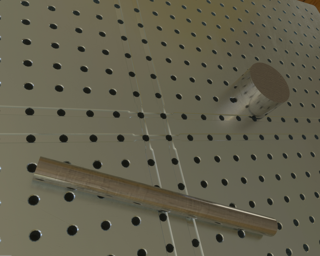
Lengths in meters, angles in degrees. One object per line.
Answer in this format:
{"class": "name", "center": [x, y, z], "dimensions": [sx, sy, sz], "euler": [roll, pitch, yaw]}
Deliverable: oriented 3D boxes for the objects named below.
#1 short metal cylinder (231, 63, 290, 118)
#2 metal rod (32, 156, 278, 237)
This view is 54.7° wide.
{"class": "short metal cylinder", "center": [0.170, -0.064, 0.525], "dimensions": [0.081, 0.050, 0.080], "euler": [14, 56, -21]}
{"class": "metal rod", "center": [0.010, 0.086, 0.362], "dimensions": [0.302, 0.025, 0.025], "euler": [18, 55, -18]}
